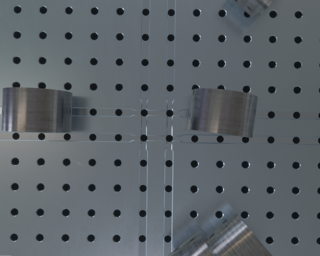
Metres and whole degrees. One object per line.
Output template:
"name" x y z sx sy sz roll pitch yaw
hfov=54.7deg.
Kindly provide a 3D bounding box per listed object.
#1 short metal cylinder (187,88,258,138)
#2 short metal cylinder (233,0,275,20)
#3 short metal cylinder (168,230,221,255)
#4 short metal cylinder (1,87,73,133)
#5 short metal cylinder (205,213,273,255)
"short metal cylinder" 0.077 -0.018 0.386 0.080 0.080 0.050 8 90 0
"short metal cylinder" 0.131 -0.183 0.387 0.050 0.080 0.080 43 90 0
"short metal cylinder" 0.056 0.176 0.386 0.050 0.080 0.080 -40 90 0
"short metal cylinder" -0.151 -0.021 0.385 0.081 0.080 0.050 2 90 0
"short metal cylinder" 0.103 0.154 0.387 0.050 0.080 0.080 -40 90 0
